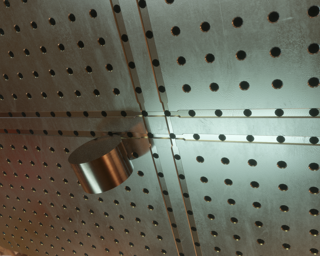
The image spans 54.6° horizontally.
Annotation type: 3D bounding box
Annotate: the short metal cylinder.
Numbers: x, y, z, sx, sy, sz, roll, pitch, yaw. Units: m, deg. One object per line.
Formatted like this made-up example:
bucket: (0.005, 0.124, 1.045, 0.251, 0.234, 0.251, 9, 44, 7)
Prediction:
short metal cylinder: (-0.085, 0.051, 0.453, 0.080, 0.080, 0.050, -7, 115, 31)
